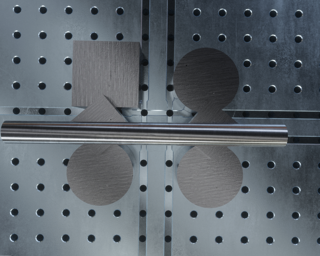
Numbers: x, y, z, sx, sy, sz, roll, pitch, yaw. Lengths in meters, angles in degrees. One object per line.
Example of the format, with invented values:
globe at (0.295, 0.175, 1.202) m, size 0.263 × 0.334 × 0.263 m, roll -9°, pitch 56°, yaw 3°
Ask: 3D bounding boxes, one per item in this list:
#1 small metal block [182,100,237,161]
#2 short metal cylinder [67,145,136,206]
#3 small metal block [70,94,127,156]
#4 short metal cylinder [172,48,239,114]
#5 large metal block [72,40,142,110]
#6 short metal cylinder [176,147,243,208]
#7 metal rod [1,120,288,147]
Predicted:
small metal block at (0.060, 0.003, 0.364) m, size 0.050 × 0.025 × 0.050 m, roll 40°, pitch 90°, yaw 0°
short metal cylinder at (-0.073, 0.054, 0.399) m, size 0.081 × 0.050 × 0.080 m, roll 0°, pitch 90°, yaw 0°
small metal block at (-0.068, -0.003, 0.363) m, size 0.050 × 0.025 × 0.050 m, roll -40°, pitch 90°, yaw 0°
short metal cylinder at (0.056, -0.058, 0.401) m, size 0.081 × 0.050 × 0.080 m, roll 0°, pitch 90°, yaw 0°
large metal block at (-0.066, -0.066, 0.400) m, size 0.081 × 0.050 × 0.080 m, roll 1°, pitch 90°, yaw 0°
short metal cylinder at (0.061, 0.057, 0.401) m, size 0.081 × 0.050 × 0.080 m, roll 0°, pitch 90°, yaw 0°
metal rod at (-0.016, 0.006, 0.338) m, size 0.302 × 0.025 × 0.025 m, roll 1°, pitch 90°, yaw 0°
